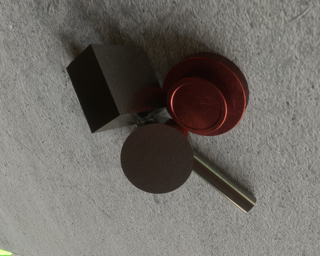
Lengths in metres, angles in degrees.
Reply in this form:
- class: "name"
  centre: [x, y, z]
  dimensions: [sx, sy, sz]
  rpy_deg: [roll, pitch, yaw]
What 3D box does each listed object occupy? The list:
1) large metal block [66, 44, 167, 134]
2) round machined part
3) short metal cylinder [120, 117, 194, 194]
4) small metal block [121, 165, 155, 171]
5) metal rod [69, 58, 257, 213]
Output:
- class: "large metal block"
  centre: [-0.047, -0.046, 0.354]
  dimensions: [0.050, 0.081, 0.080]
  rpy_deg: [-29, 81, 39]
- class: "round machined part"
  centre: [0.047, -0.032, 0.351]
  dimensions: [0.098, 0.042, 0.097]
  rpy_deg: [13, 124, 20]
- class: "short metal cylinder"
  centre: [-0.001, 0.030, 0.362]
  dimensions: [0.080, 0.050, 0.079]
  rpy_deg: [1, 101, 5]
- class: "small metal block"
  centre: [-0.017, 0.043, 0.427]
  dimensions: [0.050, 0.050, 0.025]
  rpy_deg: [-23, 105, 35]
- class: "metal rod"
  centre: [0.001, 0.008, 0.412]
  dimensions: [0.300, 0.025, 0.025]
  rpy_deg: [38, 129, 1]
